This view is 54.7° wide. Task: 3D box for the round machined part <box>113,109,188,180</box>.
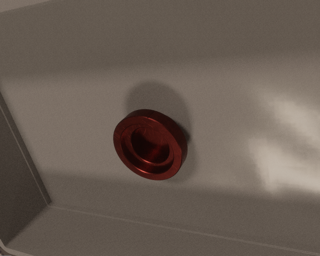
[{"bbox_3d":[-0.009,0.018,0.412,0.098,0.042,0.097,13,124,20],"label":"round machined part"}]
